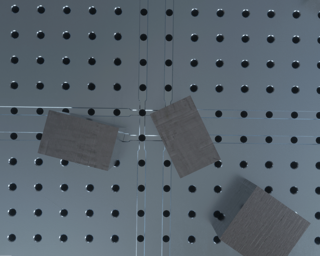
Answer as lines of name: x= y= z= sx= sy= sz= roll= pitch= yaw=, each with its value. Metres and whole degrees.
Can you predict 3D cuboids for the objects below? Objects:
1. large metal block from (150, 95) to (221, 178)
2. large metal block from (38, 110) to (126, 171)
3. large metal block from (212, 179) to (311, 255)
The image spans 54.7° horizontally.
large metal block: x=0.028 y=0.010 z=0.386 sx=0.050 sy=0.080 sz=0.080 roll=-25 pitch=90 yaw=0
large metal block: x=-0.091 y=0.014 z=0.385 sx=0.080 sy=0.080 sz=0.050 roll=15 pitch=90 yaw=-1
large metal block: x=0.128 y=0.126 z=0.403 sx=0.080 sy=0.050 sz=0.080 roll=35 pitch=90 yaw=-1
